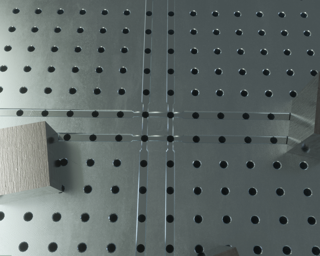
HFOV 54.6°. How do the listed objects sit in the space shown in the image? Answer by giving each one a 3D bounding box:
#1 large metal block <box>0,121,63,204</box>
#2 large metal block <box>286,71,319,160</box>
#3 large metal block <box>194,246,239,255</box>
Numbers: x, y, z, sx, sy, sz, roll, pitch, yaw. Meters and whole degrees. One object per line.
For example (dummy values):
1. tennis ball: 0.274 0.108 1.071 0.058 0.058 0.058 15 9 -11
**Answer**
1. large metal block: -0.171 0.044 0.382 0.080 0.050 0.080 -10 70 -4
2. large metal block: 0.203 -0.011 0.388 0.050 0.080 0.080 13 71 5
3. large metal block: 0.063 0.171 0.320 0.050 0.080 0.080 -18 71 -6
